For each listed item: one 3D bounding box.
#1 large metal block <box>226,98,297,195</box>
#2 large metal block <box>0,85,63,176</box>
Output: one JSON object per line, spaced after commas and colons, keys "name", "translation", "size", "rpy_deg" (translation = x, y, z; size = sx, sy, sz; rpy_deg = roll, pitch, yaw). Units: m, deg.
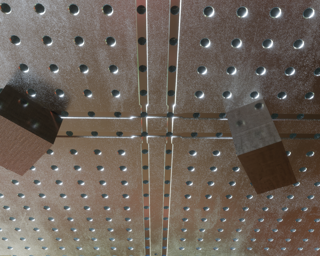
{"name": "large metal block", "translation": [0.128, 0.024, 0.396], "size": [0.050, 0.080, 0.080], "rpy_deg": [-22, 127, 17]}
{"name": "large metal block", "translation": [-0.187, 0.006, 0.398], "size": [0.080, 0.050, 0.080], "rpy_deg": [35, 122, -26]}
